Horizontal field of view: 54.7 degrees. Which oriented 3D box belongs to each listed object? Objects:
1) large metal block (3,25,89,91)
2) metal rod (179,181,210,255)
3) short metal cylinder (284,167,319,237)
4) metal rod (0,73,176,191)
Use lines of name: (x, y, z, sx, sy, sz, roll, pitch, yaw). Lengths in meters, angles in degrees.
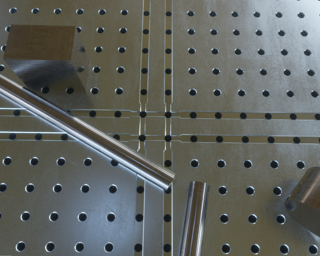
large metal block: (-0.146, -0.091, 0.414, 0.081, 0.080, 0.050, 1, 70, 0)
metal rod: (0.023, 0.208, 0.336, 0.025, 0.025, 0.299, 10, 70, 3)
short metal cylinder: (0.192, 0.090, 0.352, 0.080, 0.080, 0.050, 39, 75, 12)
metal rod: (-0.116, -0.004, 0.411, 0.301, 0.025, 0.025, 29, 72, 9)
